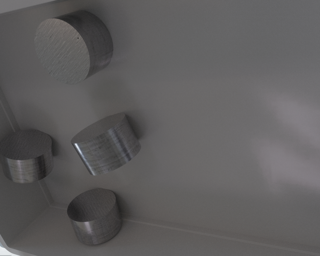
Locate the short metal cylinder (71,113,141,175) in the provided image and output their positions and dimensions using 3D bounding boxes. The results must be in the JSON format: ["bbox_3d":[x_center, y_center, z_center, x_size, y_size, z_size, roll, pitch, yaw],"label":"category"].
[{"bbox_3d":[-0.073,0.021,0.425,0.080,0.080,0.050,-13,112,33],"label":"short metal cylinder"}]

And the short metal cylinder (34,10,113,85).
[{"bbox_3d":[-0.106,-0.101,0.386,0.080,0.050,0.079,13,124,21],"label":"short metal cylinder"}]

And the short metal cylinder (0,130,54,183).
[{"bbox_3d":[-0.222,0.046,0.519,0.080,0.080,0.050,20,126,16],"label":"short metal cylinder"}]

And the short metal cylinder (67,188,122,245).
[{"bbox_3d":[-0.109,0.147,0.522,0.080,0.080,0.050,5,121,26],"label":"short metal cylinder"}]
